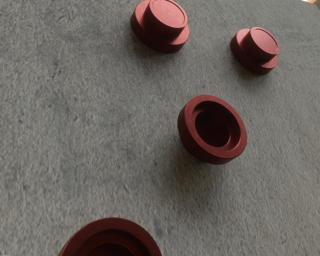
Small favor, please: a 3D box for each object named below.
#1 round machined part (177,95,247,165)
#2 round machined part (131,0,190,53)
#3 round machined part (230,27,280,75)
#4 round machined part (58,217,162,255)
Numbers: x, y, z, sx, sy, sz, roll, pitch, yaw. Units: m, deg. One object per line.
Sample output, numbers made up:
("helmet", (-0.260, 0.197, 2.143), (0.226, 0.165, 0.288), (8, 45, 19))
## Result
("round machined part", (0.067, 0.006, 0.427), (0.099, 0.042, 0.098), (14, 56, -21))
("round machined part", (0.006, -0.173, 0.503), (0.099, 0.042, 0.098), (14, 56, -21))
("round machined part", (0.187, -0.153, 0.590), (0.099, 0.042, 0.098), (14, 56, -21))
("round machined part", (-0.048, 0.136, 0.285), (0.099, 0.042, 0.098), (14, 56, -21))
